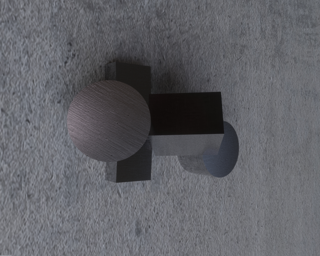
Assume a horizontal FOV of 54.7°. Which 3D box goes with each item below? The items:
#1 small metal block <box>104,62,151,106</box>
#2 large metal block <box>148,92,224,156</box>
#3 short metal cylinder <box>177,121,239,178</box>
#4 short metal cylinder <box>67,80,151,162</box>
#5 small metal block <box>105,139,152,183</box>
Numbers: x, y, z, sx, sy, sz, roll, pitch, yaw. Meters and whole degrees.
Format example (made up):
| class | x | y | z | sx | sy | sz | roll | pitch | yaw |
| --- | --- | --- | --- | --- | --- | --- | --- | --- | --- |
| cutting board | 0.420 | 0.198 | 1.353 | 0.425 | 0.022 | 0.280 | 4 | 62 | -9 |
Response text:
| class | x | y | z | sx | sy | sz | roll | pitch | yaw |
| --- | --- | --- | --- | --- | --- | --- | --- | --- | --- |
| small metal block | -0.038 | -0.051 | 0.375 | 0.050 | 0.025 | 0.050 | -2 | 91 | -40 |
| large metal block | 0.031 | -0.002 | 0.374 | 0.080 | 0.080 | 0.050 | 78 | 11 | -68 |
| short metal cylinder | 0.070 | 0.029 | 0.451 | 0.081 | 0.050 | 0.079 | 0 | 90 | -40 |
| short metal cylinder | -0.051 | -0.007 | 0.325 | 0.081 | 0.050 | 0.079 | 0 | 91 | -5 |
| small metal block | -0.038 | 0.038 | 0.376 | 0.050 | 0.025 | 0.050 | 4 | 88 | -40 |
